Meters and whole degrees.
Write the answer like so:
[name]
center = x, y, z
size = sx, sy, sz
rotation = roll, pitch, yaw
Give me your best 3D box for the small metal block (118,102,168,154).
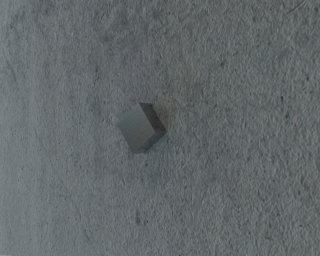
[small metal block]
center = -0.025, 0.001, 0.425
size = 0.050, 0.025, 0.050
rotation = -44, 64, 31
